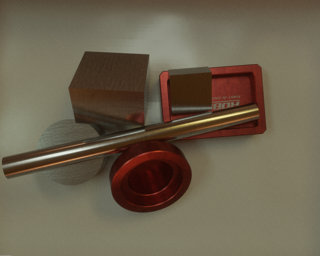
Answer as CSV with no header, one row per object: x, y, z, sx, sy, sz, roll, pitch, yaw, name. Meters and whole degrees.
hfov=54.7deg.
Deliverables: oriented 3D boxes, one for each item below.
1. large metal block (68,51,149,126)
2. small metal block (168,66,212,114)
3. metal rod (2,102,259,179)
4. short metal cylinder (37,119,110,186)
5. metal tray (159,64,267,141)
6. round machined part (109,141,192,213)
-0.056,-0.049,0.374,0.081,0.080,0.050,3,132,0,large metal block
0.038,-0.048,0.389,0.050,0.025,0.050,-5,116,0,small metal block
-0.024,0.011,0.368,0.302,0.025,0.025,-13,90,-11,metal rod
-0.107,0.029,0.395,0.081,0.050,0.079,0,90,-1,short metal cylinder
0.067,-0.032,0.408,0.131,0.030,0.089,-5,90,-1,metal tray
-0.014,0.056,0.385,0.099,0.042,0.097,-8,124,-12,round machined part
